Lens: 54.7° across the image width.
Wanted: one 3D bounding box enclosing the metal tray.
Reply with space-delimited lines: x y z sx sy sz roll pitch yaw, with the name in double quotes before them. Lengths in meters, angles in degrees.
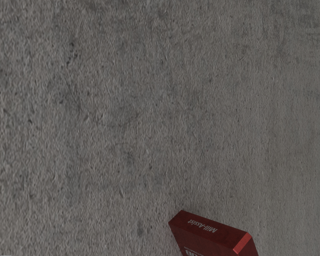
"metal tray" 0.070 0.165 0.412 0.030 0.130 0.090 -34 112 -33
